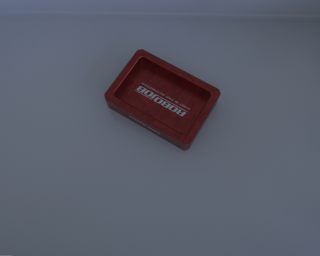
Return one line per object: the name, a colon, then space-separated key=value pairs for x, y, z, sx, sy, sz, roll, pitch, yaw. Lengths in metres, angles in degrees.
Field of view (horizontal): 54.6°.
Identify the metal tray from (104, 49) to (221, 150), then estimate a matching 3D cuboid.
metal tray: x=0.003 y=-0.040 z=0.421 sx=0.130 sy=0.030 sz=0.090 roll=30 pitch=73 yaw=10
